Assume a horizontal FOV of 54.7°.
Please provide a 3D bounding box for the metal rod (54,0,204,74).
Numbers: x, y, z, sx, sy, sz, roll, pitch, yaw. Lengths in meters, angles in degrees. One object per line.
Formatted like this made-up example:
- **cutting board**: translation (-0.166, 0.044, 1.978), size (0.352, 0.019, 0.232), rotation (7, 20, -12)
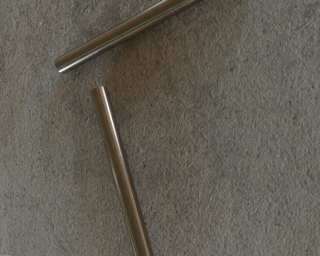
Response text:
- **metal rod**: translation (-0.016, -0.146, 0.413), size (0.300, 0.025, 0.025), rotation (-22, 83, 18)

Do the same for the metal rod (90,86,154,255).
- **metal rod**: translation (-0.045, 0.088, 0.423), size (0.025, 0.025, 0.298), rotation (-18, 84, 19)
